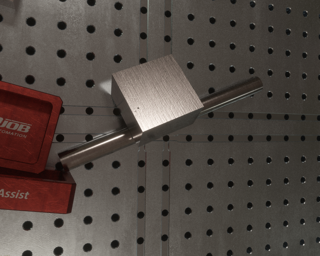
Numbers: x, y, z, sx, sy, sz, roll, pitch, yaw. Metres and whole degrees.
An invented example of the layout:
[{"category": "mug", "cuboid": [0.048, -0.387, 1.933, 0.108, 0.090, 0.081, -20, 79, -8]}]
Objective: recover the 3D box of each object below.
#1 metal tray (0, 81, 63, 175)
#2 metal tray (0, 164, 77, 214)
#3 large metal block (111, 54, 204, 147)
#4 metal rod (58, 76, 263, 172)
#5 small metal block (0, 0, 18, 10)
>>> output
[{"category": "metal tray", "cuboid": [-0.183, -0.006, 0.336, 0.131, 0.030, 0.090, 15, 77, -20]}, {"category": "metal tray", "cuboid": [-0.159, 0.058, 0.319, 0.131, 0.090, 0.030, 11, 87, -20]}, {"category": "large metal block", "cuboid": [-0.006, -0.034, 0.382, 0.081, 0.050, 0.080, -23, 72, -19]}, {"category": "metal rod", "cuboid": [0.015, -0.012, 0.419, 0.302, 0.025, 0.025, -22, 98, -19]}, {"category": "small metal block", "cuboid": [-0.183, -0.169, 0.345, 0.050, 0.025, 0.050, 14, 85, -20]}]
